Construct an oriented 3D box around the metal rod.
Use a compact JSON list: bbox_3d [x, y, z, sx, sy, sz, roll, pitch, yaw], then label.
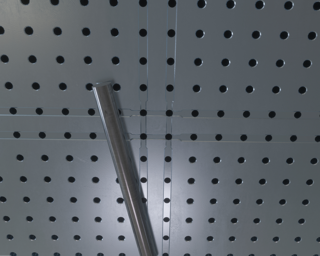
[{"bbox_3d":[-0.044,0.082,0.443,0.025,0.025,0.298,-11,110,4],"label":"metal rod"}]
